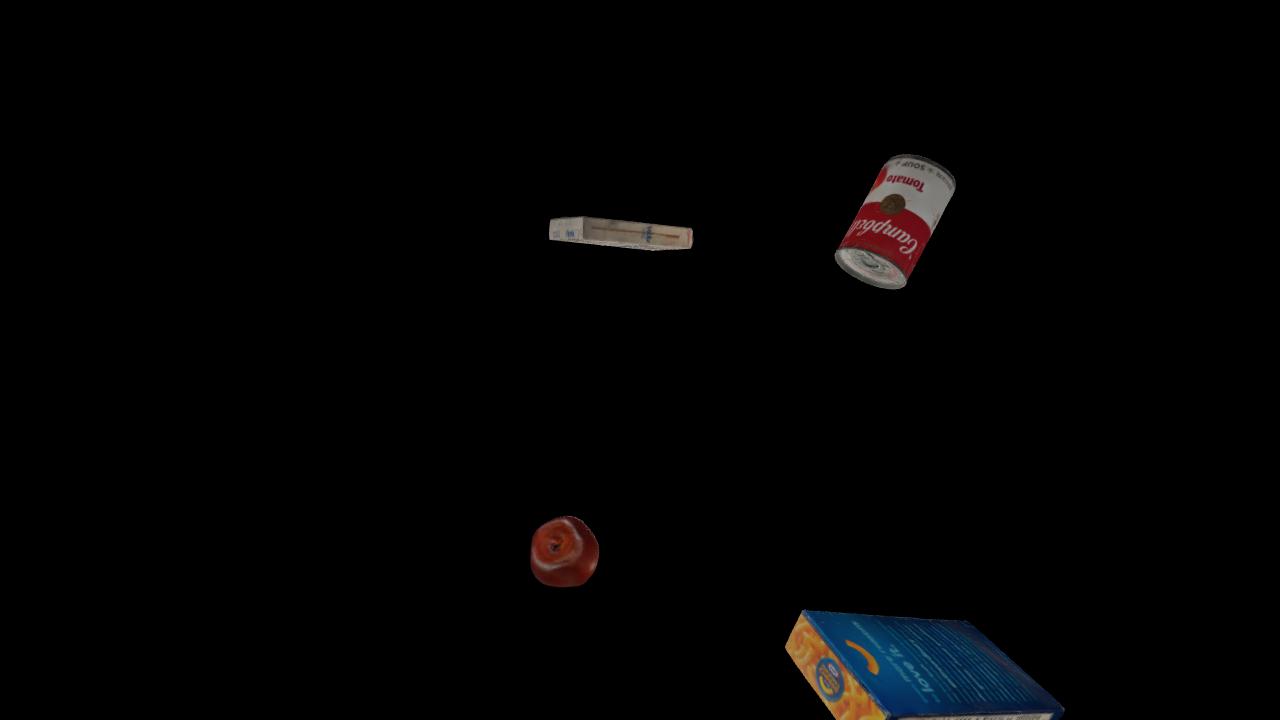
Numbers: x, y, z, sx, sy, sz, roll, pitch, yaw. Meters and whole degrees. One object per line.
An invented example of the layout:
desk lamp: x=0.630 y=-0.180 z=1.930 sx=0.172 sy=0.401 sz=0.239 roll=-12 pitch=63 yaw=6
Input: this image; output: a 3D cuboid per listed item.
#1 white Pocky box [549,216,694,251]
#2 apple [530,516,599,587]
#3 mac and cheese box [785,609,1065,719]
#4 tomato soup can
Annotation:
white Pocky box: x=-0.022 y=-0.150 z=0.732 sx=0.154 sy=0.028 sz=0.084 roll=-2 pitch=8 yaw=-35
apple: x=-0.084 y=0.219 z=0.694 sx=0.079 sy=0.079 sz=0.093 roll=0 pitch=-29 yaw=13
mac and cheese box: x=0.206 y=0.230 z=0.445 sx=0.184 sy=0.041 sz=0.093 roll=14 pitch=15 yaw=-25
tomato soup can: x=0.230 y=-0.124 z=0.553 sx=0.068 sy=0.101 sz=0.068 roll=30 pitch=-5 yaw=3
